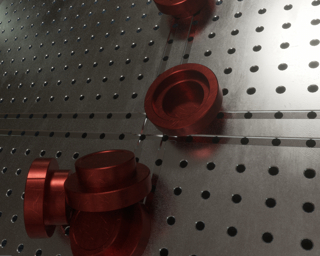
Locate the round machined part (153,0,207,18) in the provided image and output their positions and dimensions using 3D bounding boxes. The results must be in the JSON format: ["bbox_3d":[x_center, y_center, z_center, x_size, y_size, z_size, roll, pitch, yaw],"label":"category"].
[{"bbox_3d":[0.040,-0.222,0.511,0.098,0.042,0.098,-13,56,20],"label":"round machined part"}]

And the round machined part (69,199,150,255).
[{"bbox_3d":[-0.065,0.115,0.359,0.098,0.042,0.098,-13,56,21],"label":"round machined part"}]

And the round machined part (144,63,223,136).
[{"bbox_3d":[0.033,-0.032,0.399,0.098,0.042,0.098,-13,56,20],"label":"round machined part"}]

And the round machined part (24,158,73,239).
[{"bbox_3d":[-0.133,0.086,0.386,0.042,0.097,0.098,1,57,-7],"label":"round machined part"}]

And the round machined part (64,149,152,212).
[{"bbox_3d":[-0.060,0.054,0.358,0.098,0.099,0.042,1,104,28],"label":"round machined part"}]
